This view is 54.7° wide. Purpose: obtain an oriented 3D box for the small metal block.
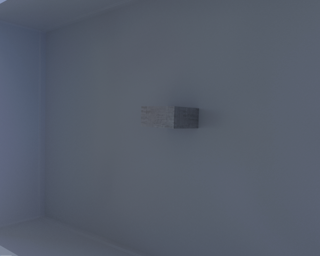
[{"bbox_3d":[0.012,-0.013,0.379,0.050,0.050,0.025,4,92,39],"label":"small metal block"}]
